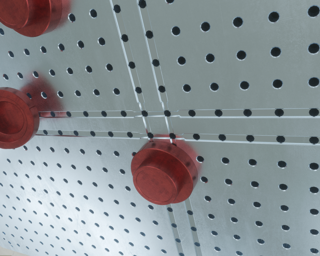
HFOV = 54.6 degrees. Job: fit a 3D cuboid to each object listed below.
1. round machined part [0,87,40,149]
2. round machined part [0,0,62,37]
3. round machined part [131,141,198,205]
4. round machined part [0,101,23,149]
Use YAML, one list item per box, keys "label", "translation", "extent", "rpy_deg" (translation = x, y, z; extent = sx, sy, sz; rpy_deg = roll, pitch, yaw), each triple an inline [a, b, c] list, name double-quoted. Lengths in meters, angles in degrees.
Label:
- label: "round machined part"
  translation: [-0.243, -0.019, 0.503]
  extent: [0.098, 0.042, 0.097]
  rpy_deg: [1, 109, 3]
- label: "round machined part"
  translation: [-0.179, -0.164, 0.394]
  extent: [0.098, 0.042, 0.097]
  rpy_deg: [13, 124, 21]
- label: "round machined part"
  translation: [0.000, 0.071, 0.444]
  extent: [0.098, 0.042, 0.097]
  rpy_deg: [13, 124, 21]
- label: "round machined part"
  translation: [-0.302, -0.002, 0.560]
  extent: [0.098, 0.042, 0.097]
  rpy_deg: [13, 124, 21]
